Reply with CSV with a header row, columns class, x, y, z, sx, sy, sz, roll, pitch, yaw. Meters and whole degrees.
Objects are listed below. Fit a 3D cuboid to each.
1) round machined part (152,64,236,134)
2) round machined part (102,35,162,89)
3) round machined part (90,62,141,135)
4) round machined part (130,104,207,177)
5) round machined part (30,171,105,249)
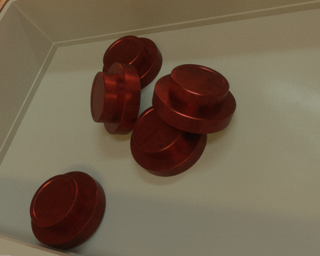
class,x,y,z,sx,sy,sz,roll,pitch,yaw
round machined part,0.042,-0.041,0.364,0.099,0.042,0.098,8,39,-6
round machined part,-0.049,-0.105,0.486,0.098,0.042,0.098,-13,56,21
round machined part,-0.065,-0.040,0.420,0.098,0.042,0.097,-11,78,62
round machined part,0.005,0.008,0.387,0.098,0.042,0.098,-13,56,21
round machined part,-0.123,0.098,0.393,0.098,0.042,0.098,-13,51,17
